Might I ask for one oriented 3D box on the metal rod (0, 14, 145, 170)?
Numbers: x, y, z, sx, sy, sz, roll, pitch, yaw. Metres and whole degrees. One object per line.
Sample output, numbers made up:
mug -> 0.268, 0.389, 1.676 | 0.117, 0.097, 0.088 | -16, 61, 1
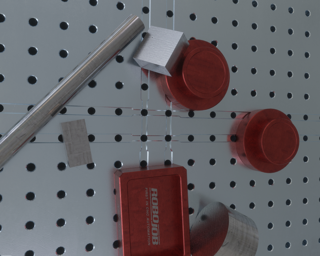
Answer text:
metal rod -> -0.127, -0.029, 0.365 | 0.025, 0.025, 0.301 | 46, 76, -15

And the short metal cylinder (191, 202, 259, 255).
short metal cylinder -> 0.084, 0.146, 0.414 | 0.050, 0.080, 0.080 | 31, 80, -18

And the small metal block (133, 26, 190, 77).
small metal block -> 0.002, -0.099, 0.398 | 0.050, 0.050, 0.025 | -62, 151, -10

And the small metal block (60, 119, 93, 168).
small metal block -> -0.099, 0.016, 0.363 | 0.025, 0.050, 0.050 | -11, 94, -20

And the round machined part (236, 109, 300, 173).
round machined part -> 0.168, 0.019, 0.465 | 0.099, 0.042, 0.097 | 0, 90, -20

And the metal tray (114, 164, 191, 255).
metal tray -> -0.009, 0.117, 0.406 | 0.091, 0.030, 0.129 | -3, 91, -20

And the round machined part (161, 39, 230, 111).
round machined part -> 0.054, -0.072, 0.423 | 0.099, 0.042, 0.097 | 0, 90, -20
